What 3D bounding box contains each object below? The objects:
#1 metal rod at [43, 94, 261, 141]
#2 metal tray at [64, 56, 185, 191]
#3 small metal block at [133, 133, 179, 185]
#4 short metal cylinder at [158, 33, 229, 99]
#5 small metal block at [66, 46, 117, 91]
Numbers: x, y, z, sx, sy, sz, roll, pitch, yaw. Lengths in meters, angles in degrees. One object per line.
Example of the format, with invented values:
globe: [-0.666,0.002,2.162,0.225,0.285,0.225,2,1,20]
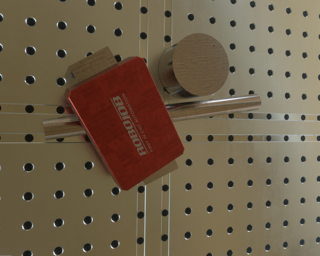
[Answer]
metal rod: [0.005,-0.019,0.415,0.303,0.025,0.025,-8,93,-20]
metal tray: [-0.037,-0.005,0.356,0.091,0.030,0.129,-32,112,-17]
small metal block: [-0.011,0.040,0.408,0.050,0.025,0.050,-25,99,-19]
short metal cylinder: [0.044,-0.081,0.416,0.081,0.050,0.079,0,90,-21]
small metal block: [-0.082,-0.070,0.369,0.050,0.050,0.025,-33,101,-17]
